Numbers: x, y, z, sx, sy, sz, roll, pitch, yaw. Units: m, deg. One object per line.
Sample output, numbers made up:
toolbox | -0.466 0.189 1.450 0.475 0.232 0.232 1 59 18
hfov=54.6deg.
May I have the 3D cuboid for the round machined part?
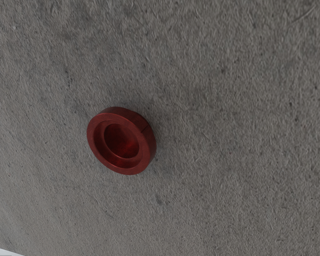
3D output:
round machined part | -0.049 0.014 0.431 0.098 0.042 0.097 13 124 21
